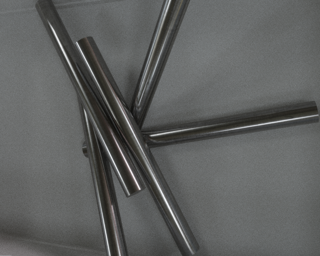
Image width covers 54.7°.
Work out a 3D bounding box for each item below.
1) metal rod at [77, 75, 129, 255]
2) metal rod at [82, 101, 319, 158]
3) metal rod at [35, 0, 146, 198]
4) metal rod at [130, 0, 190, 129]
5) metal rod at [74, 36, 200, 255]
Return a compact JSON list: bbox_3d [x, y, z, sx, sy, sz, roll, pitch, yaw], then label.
[{"bbox_3d":[-0.083,0.032,0.408,0.025,0.025,0.299,-21,72,18],"label":"metal rod"},{"bbox_3d":[0.036,0.006,0.397,0.301,0.025,0.025,-10,87,19],"label":"metal rod"},{"bbox_3d":[-0.097,-0.050,0.407,0.025,0.025,0.299,-33,75,17],"label":"metal rod"},{"bbox_3d":[0.009,-0.109,0.331,0.025,0.025,0.298,37,131,16],"label":"metal rod"},{"bbox_3d":[-0.028,0.025,0.393,0.025,0.025,0.299,-26,92,18],"label":"metal rod"}]
